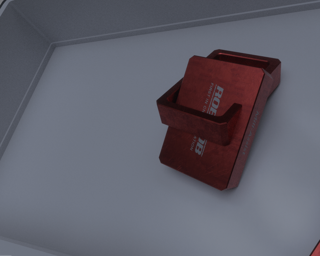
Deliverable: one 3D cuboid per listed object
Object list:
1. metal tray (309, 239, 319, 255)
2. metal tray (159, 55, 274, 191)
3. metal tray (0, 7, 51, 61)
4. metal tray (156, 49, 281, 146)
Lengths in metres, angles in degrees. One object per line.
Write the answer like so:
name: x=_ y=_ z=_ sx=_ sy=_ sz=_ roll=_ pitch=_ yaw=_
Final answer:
metal tray: x=0.161 y=0.068 z=0.237 sx=0.030 sy=0.090 sz=0.130 roll=32 pitch=79 yaw=37
metal tray: x=0.059 y=-0.008 z=0.343 sx=0.090 sy=0.030 sz=0.129 roll=21 pitch=96 yaw=35
metal tray: x=-0.315 y=-0.214 z=0.697 sx=0.090 sy=0.030 sz=0.130 roll=16 pitch=69 yaw=34
metal tray: x=0.071 y=-0.043 z=0.360 sx=0.090 sy=0.030 sz=0.131 roll=21 pitch=51 yaw=36
